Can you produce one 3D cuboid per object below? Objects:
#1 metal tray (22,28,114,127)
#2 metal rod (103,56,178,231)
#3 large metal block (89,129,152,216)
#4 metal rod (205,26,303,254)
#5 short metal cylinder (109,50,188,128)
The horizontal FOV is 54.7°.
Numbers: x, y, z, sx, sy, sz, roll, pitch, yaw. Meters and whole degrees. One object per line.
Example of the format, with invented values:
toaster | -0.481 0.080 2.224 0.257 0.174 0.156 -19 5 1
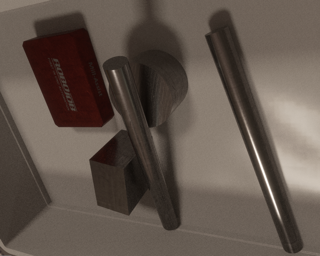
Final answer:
metal tray | -0.125 -0.064 0.429 0.090 0.030 0.129 0 119 28
metal rod | -0.013 0.045 0.394 0.025 0.025 0.299 8 137 24
large metal block | -0.049 0.060 0.434 0.050 0.080 0.079 12 123 21
metal rod | 0.117 0.029 0.364 0.025 0.025 0.299 -12 113 33
short metal cylinder | -0.013 -0.047 0.369 0.080 0.050 0.079 13 124 20
